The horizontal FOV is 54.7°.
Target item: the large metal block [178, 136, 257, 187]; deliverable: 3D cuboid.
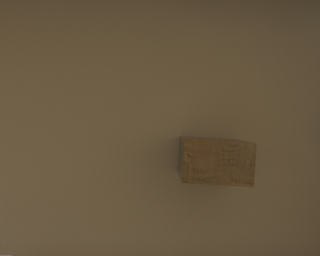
[{"bbox_3d":[0.066,0.039,0.385,0.081,0.080,0.050,4,90,-1],"label":"large metal block"}]
